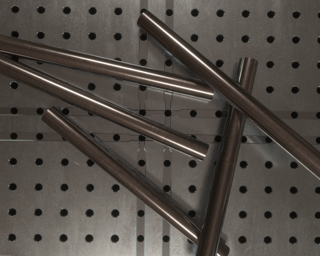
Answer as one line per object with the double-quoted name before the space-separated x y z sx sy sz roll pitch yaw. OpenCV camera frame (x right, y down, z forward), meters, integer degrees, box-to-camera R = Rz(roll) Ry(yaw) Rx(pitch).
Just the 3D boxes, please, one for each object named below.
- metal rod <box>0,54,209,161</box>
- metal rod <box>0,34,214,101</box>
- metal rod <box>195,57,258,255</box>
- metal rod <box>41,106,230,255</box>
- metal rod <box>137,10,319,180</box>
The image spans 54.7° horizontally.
"metal rod" -0.078 -0.027 0.412 0.301 0.025 0.025 24 90 -1
"metal rod" -0.077 -0.081 0.412 0.302 0.025 0.025 13 90 -1
"metal rod" 0.083 0.054 0.399 0.025 0.025 0.299 14 84 -1
"metal rod" -0.032 0.075 0.413 0.300 0.025 0.025 39 90 -1
"metal rod" 0.087 -0.047 0.386 0.300 0.025 0.025 42 90 11
